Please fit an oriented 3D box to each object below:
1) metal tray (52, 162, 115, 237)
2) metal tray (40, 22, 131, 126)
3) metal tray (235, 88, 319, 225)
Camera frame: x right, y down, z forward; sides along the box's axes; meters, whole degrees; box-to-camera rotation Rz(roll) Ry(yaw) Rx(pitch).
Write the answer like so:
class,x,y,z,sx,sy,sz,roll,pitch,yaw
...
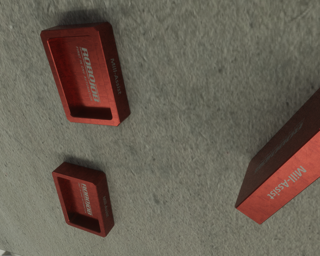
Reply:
class,x,y,z,sx,sy,sz,roll,pitch,yaw
metal tray,-0.134,0.128,0.551,0.090,0.030,0.129,10,123,22
metal tray,-0.096,-0.068,0.409,0.090,0.030,0.129,5,121,25
metal tray,0.132,0.028,0.312,0.030,0.090,0.129,35,129,5
